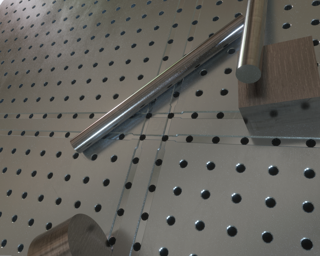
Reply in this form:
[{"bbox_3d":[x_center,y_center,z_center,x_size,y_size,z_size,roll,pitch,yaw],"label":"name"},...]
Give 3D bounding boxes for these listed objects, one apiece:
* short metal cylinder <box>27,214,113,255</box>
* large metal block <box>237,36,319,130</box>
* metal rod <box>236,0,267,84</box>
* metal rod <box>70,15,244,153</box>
[{"bbox_3d":[-0.094,0.141,0.334,0.050,0.080,0.080,-30,52,9],"label":"short metal cylinder"},{"bbox_3d":[0.134,-0.049,0.351,0.080,0.050,0.080,-7,58,24],"label":"large metal block"},{"bbox_3d":[0.127,-0.168,0.403,0.025,0.025,0.300,-3,48,26],"label":"metal rod"},{"bbox_3d":[-0.002,-0.061,0.445,0.300,0.025,0.025,-36,51,3],"label":"metal rod"}]
